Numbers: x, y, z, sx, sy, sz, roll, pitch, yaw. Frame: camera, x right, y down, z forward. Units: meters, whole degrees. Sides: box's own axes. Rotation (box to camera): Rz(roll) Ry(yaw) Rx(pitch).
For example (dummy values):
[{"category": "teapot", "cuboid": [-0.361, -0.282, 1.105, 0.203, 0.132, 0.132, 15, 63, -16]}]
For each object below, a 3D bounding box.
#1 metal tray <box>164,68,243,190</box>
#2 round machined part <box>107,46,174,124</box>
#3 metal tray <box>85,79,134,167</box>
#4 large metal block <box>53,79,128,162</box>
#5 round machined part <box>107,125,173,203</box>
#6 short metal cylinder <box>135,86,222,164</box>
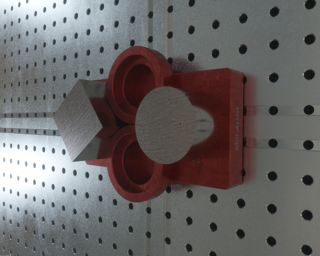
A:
[{"category": "metal tray", "cuboid": [0.049, 0.000, 0.363, 0.090, 0.030, 0.129, 1, 91, 40]}, {"category": "round machined part", "cuboid": [-0.020, -0.054, 0.403, 0.098, 0.042, 0.097, 0, 90, 40]}, {"category": "metal tray", "cuboid": [-0.072, -0.008, 0.465, 0.090, 0.030, 0.129, 1, 91, 38]}, {"category": "large metal block", "cuboid": [-0.097, -0.010, 0.434, 0.080, 0.050, 0.080, -44, 64, 31]}, {"category": "round machined part", "cuboid": [-0.021, 0.044, 0.404, 0.098, 0.042, 0.097, 0, 90, 40]}, {"category": "short metal cylinder", "cuboid": [0.020, -0.003, 0.337, 0.080, 0.050, 0.079, 0, 90, 40]}]
